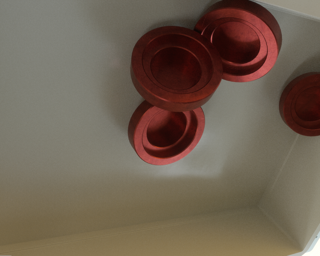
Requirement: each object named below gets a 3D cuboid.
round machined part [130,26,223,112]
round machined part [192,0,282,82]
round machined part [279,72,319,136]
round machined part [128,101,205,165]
[{"bbox_3d":[0.016,-0.061,0.345,0.099,0.098,0.042,-20,162,-17],"label":"round machined part"},{"bbox_3d":[0.090,-0.104,0.359,0.042,0.098,0.098,-60,139,-34],"label":"round machined part"},{"bbox_3d":[0.236,-0.039,0.485,0.099,0.042,0.097,0,109,1],"label":"round machined part"},{"bbox_3d":[0.005,-0.004,0.398,0.099,0.042,0.097,-14,124,-21],"label":"round machined part"}]
